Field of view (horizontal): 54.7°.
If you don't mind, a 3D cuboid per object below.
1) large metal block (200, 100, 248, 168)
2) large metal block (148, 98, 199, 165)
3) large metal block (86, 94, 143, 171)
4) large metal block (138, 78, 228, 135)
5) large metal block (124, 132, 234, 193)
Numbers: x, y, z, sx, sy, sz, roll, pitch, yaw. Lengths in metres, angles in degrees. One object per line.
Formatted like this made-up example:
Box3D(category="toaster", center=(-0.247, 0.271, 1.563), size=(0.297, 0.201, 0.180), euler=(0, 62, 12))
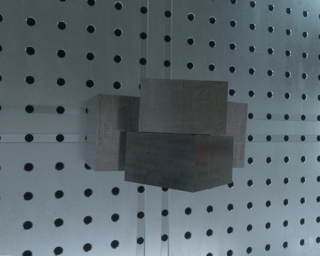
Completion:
Box3D(category="large metal block", center=(0.069, 0.008, 0.410), size=(0.050, 0.080, 0.080), euler=(4, 89, -20))
Box3D(category="large metal block", center=(0.003, 0.005, 0.399), size=(0.081, 0.050, 0.079), euler=(3, 89, -20))
Box3D(category="large metal block", center=(-0.056, 0.005, 0.364), size=(0.050, 0.080, 0.079), euler=(2, 90, -20))
Box3D(category="large metal block", center=(0.023, -0.019, 0.325), size=(0.080, 0.080, 0.050), euler=(2, 89, 2))
Box3D(category="large metal block", center=(0.021, 0.031, 0.321), size=(0.080, 0.080, 0.050), euler=(4, 88, -53))
